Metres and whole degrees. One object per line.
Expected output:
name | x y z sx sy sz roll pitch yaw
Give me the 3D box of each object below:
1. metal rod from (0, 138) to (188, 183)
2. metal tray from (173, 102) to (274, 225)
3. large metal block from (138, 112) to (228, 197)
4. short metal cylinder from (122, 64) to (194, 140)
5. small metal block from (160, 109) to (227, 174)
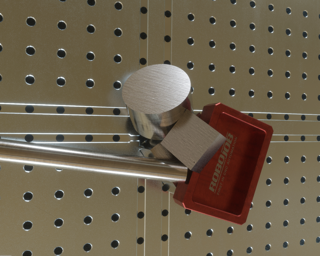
metal rod | -0.119 0.031 0.338 0.302 0.025 0.025 8 87 -9
metal tray | 0.080 0.044 0.385 0.091 0.030 0.129 22 82 -19
large metal block | 0.032 0.035 0.411 0.080 0.050 0.080 -37 102 -17
short metal cylinder | -0.001 -0.032 0.377 0.080 0.080 0.050 -37 145 -17
small metal block | 0.038 0.015 0.350 0.050 0.050 0.025 -53 147 5
